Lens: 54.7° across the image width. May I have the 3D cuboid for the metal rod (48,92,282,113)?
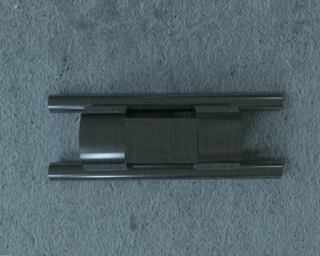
[{"bbox_3d":[0.007,-0.033,0.411,0.302,0.025,0.025,-1,90,0],"label":"metal rod"}]

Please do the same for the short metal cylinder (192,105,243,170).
[{"bbox_3d":[0.067,0.012,0.384,0.050,0.080,0.079,-1,90,0],"label":"short metal cylinder"}]

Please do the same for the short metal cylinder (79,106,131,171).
[{"bbox_3d":[-0.064,0.012,0.383,0.050,0.080,0.079,-1,90,0],"label":"short metal cylinder"}]

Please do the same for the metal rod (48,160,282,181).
[{"bbox_3d":[0.007,0.056,0.411,0.302,0.025,0.025,-1,90,0],"label":"metal rod"}]

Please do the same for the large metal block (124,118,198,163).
[{"bbox_3d":[0.001,0.014,0.381,0.081,0.080,0.050,0,90,0],"label":"large metal block"}]
